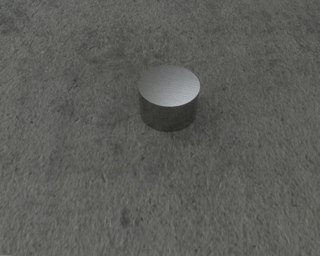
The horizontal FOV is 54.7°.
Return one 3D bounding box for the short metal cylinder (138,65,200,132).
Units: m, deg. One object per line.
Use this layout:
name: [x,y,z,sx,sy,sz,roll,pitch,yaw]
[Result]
short metal cylinder: [0.012,-0.041,0.421,0.081,0.050,0.080,0,50,0]
